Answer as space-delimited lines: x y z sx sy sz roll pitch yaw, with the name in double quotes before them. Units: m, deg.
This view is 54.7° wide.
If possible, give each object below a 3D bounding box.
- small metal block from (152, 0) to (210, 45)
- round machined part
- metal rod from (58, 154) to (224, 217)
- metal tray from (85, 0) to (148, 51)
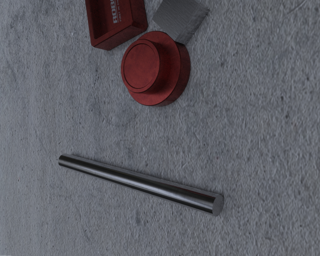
"small metal block" 0.025 -0.140 0.383 0.050 0.025 0.050 51 119 27
"round machined part" -0.013 -0.077 0.402 0.098 0.042 0.097 0 90 39
"metal rod" -0.050 0.072 0.443 0.300 0.025 0.025 8 95 39
"metal tray" -0.070 -0.192 0.456 0.090 0.030 0.129 -15 81 38
